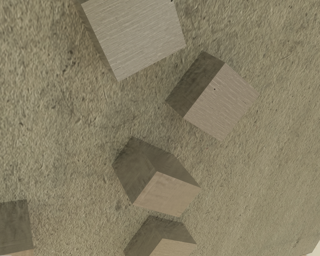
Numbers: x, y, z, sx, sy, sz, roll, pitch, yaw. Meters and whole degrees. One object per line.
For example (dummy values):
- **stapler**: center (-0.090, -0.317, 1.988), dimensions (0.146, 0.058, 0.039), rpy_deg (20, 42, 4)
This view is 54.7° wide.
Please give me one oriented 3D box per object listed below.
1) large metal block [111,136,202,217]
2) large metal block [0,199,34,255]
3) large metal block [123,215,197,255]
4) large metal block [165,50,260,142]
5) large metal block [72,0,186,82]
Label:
- **large metal block**: center (-0.006, 0.064, 0.407), dimensions (0.080, 0.080, 0.050), rpy_deg (27, 104, -37)
- **large metal block**: center (-0.180, 0.144, 0.362), dimensions (0.050, 0.080, 0.079), rpy_deg (-2, 120, -27)
- **large metal block**: center (0.000, 0.199, 0.514), dimensions (0.080, 0.050, 0.080), rpy_deg (26, 104, -37)
- **large metal block**: center (0.068, -0.040, 0.403), dimensions (0.080, 0.050, 0.080), rpy_deg (29, 102, -38)
- **large metal block**: center (-0.030, -0.106, 0.309), dimensions (0.080, 0.050, 0.080), rpy_deg (-30, 129, -9)
